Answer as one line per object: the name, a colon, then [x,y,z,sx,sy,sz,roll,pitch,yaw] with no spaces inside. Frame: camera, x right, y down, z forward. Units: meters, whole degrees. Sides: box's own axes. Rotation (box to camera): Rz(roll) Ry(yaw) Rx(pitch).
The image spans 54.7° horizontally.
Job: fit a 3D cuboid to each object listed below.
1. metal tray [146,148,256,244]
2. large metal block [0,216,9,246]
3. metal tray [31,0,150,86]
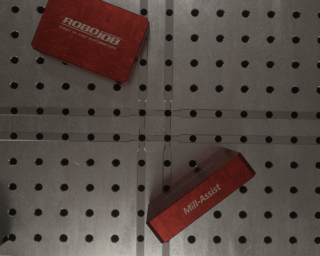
metal tray: [0.045,0.077,0.381,0.130,0.090,0.030,-37,90,0]
large metal block: [-0.258,0.129,0.398,0.080,0.050,0.080,-19,90,-1]
metal tray: [-0.089,-0.121,0.410,0.131,0.030,0.090,21,90,-1]
